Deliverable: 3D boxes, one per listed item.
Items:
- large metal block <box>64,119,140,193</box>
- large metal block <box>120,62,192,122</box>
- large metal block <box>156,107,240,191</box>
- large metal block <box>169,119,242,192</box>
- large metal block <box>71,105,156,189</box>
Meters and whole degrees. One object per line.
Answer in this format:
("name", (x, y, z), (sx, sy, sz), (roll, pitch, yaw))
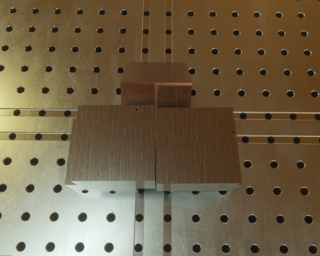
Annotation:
("large metal block", (-0.066, 0.036, 0.385), (0.081, 0.050, 0.080), (1, 70, 0))
("large metal block", (-0.004, -0.048, 0.394), (0.081, 0.050, 0.080), (0, 28, -1))
("large metal block", (0.036, 0.024, 0.335), (0.081, 0.050, 0.080), (0, 70, -1))
("large metal block", (0.051, 0.036, 0.385), (0.081, 0.050, 0.080), (-1, 70, -1))
("large metal block", (-0.045, 0.022, 0.334), (0.081, 0.050, 0.080), (0, 70, -1))
